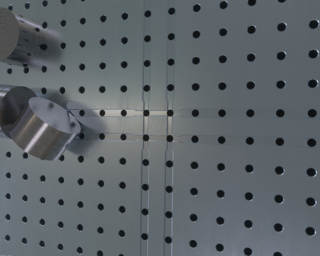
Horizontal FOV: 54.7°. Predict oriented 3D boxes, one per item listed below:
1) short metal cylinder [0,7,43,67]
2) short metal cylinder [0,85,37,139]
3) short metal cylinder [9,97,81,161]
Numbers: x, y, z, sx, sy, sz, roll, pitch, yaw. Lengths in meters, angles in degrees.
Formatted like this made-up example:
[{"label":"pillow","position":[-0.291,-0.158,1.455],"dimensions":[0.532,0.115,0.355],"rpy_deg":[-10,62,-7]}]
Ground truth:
[{"label":"short metal cylinder","position":[-0.231,-0.138,0.481],"dimensions":[0.080,0.050,0.079],"rpy_deg":[0,90,20]},{"label":"short metal cylinder","position":[-0.228,-0.025,0.464],"dimensions":[0.050,0.080,0.079],"rpy_deg":[7,93,20]},{"label":"short metal cylinder","position":[-0.162,0.001,0.440],"dimensions":[0.080,0.080,0.050],"rpy_deg":[43,104,15]}]
